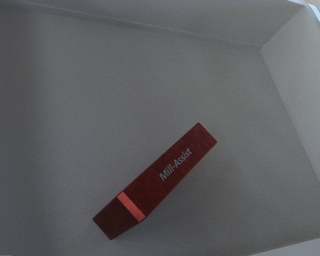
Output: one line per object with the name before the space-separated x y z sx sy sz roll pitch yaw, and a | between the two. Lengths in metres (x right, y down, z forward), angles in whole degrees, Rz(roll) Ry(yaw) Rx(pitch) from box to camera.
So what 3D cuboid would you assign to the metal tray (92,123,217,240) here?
metal tray | -0.004 0.055 0.329 0.030 0.090 0.131 48 51 4
